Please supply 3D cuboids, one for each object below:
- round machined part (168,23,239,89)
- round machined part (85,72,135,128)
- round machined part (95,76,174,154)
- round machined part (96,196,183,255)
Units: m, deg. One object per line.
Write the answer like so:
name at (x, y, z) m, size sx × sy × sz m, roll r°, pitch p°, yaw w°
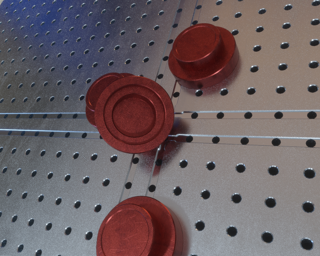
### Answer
round machined part at (0.056, -0.106, 0.432) m, size 0.098 × 0.042 × 0.098 m, roll -13°, pitch 56°, yaw 20°
round machined part at (-0.070, -0.043, 0.459) m, size 0.098 × 0.042 × 0.098 m, roll -13°, pitch 56°, yaw 20°
round machined part at (-0.033, -0.015, 0.402) m, size 0.099 × 0.042 × 0.097 m, roll 1°, pitch 83°, yaw -8°
round machined part at (-0.028, 0.121, 0.337) m, size 0.098 × 0.042 × 0.098 m, roll -13°, pitch 56°, yaw 20°
